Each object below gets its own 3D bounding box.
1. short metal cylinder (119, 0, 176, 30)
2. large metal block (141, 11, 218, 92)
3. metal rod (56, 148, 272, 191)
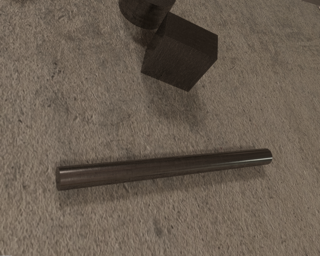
[{"bbox_3d":[-0.021,-0.209,0.506,0.081,0.050,0.080,14,56,-21],"label":"short metal cylinder"},{"bbox_3d":[0.028,-0.108,0.451,0.080,0.080,0.050,20,54,-17],"label":"large metal block"},{"bbox_3d":[0.027,0.047,0.391,0.303,0.025,0.025,-2,63,-30],"label":"metal rod"}]
